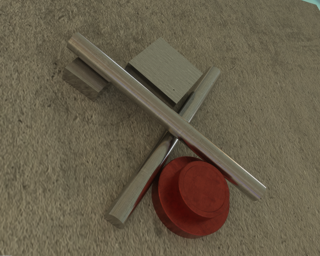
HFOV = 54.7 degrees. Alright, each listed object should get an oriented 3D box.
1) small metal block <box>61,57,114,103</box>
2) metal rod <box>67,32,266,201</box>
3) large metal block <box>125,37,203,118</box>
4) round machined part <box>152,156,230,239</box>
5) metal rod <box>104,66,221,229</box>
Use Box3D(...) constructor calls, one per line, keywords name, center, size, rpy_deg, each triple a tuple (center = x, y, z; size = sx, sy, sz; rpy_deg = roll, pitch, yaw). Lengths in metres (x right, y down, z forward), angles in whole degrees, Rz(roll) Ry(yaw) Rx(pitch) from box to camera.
Box3D(name="small metal block", center=(-0.089, -0.069, 0.401), size=(0.050, 0.025, 0.050), rpy_deg=(37, 51, -4))
Box3D(name="metal rod", center=(0.009, -0.013, 0.387), size=(0.300, 0.025, 0.025), rpy_deg=(40, 51, -2))
Box3D(name="large metal block", center=(0.000, -0.068, 0.434), size=(0.080, 0.050, 0.080), rpy_deg=(41, 51, -1))
Box3D(name="round machined part", center=(0.043, 0.078, 0.371), size=(0.099, 0.042, 0.098), rpy_deg=(14, 56, -21))
Box3D(name="metal rod", center=(0.021, 0.003, 0.418), size=(0.025, 0.025, 0.301), rpy_deg=(38, 51, -3))
